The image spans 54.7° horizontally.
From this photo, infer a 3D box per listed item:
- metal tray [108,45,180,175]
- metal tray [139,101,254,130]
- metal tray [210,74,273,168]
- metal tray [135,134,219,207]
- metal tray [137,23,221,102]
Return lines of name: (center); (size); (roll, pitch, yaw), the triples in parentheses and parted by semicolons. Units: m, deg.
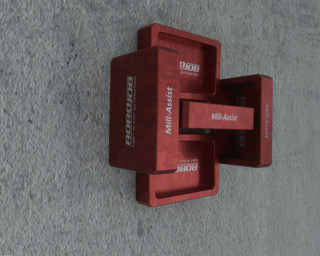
metal tray: (-0.020, -0.018, 0.347); (0.030, 0.090, 0.129); (2, 90, -41)
metal tray: (0.049, -0.014, 0.406); (0.131, 0.090, 0.030); (1, 91, -40)
metal tray: (0.119, -0.010, 0.463); (0.030, 0.090, 0.129); (2, 89, -40)
metal tray: (0.028, 0.053, 0.428); (0.131, 0.030, 0.089); (1, 89, -40)
metal tray: (0.030, -0.084, 0.427); (0.131, 0.030, 0.089); (0, 93, -40)
